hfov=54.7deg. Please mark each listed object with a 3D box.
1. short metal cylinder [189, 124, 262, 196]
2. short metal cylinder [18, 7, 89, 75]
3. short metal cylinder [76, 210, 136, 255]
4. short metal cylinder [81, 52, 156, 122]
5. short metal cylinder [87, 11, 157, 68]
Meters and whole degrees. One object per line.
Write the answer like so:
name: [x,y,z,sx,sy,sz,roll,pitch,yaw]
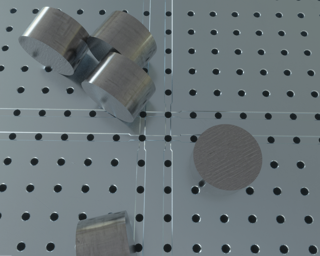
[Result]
short metal cylinder: [0.079,0.041,0.384,0.081,0.050,0.080,0,70,0]
short metal cylinder: [-0.141,-0.116,0.423,0.080,0.080,0.050,24,72,8]
short metal cylinder: [-0.054,0.134,0.333,0.050,0.080,0.080,-12,71,-4]
short metal cylinder: [-0.053,-0.051,0.401,0.080,0.080,0.050,32,73,10]
short metal cylinder: [-0.052,-0.111,0.422,0.080,0.080,0.050,33,73,11]
